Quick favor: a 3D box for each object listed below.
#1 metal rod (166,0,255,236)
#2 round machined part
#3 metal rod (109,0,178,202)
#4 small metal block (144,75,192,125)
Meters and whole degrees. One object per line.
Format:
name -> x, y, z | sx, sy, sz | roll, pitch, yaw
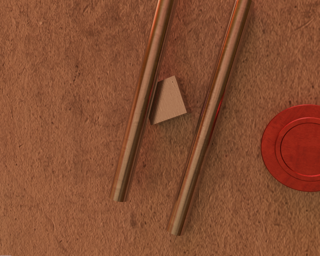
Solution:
metal rod -> 0.061, -0.009, 0.387 | 0.025, 0.025, 0.298 | 18, 96, 19
round machined part -> 0.163, 0.022, 0.343 | 0.098, 0.042, 0.097 | 0, 90, 19
metal rod -> -0.017, -0.054, 0.387 | 0.025, 0.025, 0.298 | 16, 94, 19
small metal block -> 0.008, -0.035, 0.406 | 0.050, 0.025, 0.050 | -19, 84, 18
